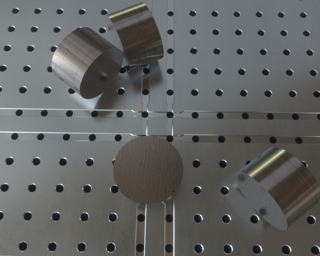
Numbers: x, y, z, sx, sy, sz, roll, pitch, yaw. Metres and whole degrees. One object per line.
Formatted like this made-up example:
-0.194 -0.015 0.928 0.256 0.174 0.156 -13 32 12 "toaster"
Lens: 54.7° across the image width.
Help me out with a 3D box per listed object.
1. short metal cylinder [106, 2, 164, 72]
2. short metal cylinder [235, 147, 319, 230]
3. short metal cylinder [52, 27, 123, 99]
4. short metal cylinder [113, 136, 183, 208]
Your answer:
-0.035 -0.125 0.428 0.050 0.080 0.080 -24 72 -8 "short metal cylinder"
0.134 0.069 0.358 0.050 0.080 0.080 -34 74 -11 "short metal cylinder"
-0.095 -0.085 0.413 0.050 0.080 0.080 38 74 12 "short metal cylinder"
-0.013 0.055 0.378 0.081 0.050 0.080 0 70 0 "short metal cylinder"
